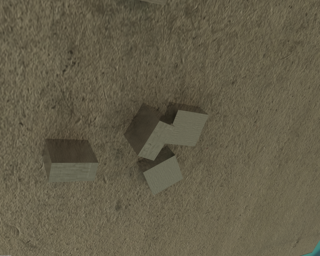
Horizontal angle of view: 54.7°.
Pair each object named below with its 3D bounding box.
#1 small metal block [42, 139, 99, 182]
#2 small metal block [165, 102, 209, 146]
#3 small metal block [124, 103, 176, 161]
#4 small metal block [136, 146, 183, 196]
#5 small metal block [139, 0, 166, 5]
[{"bbox_3d":[-0.104,0.036,0.356,0.050,0.050,0.025,3,117,-30],"label":"small metal block"},{"bbox_3d":[0.031,-0.005,0.421,0.050,0.025,0.050,7,115,-32],"label":"small metal block"},{"bbox_3d":[-0.014,0.004,0.385,0.025,0.050,0.050,22,106,-36],"label":"small metal block"},{"bbox_3d":[0.000,0.061,0.445,0.050,0.025,0.050,-28,128,-11],"label":"small metal block"},{"bbox_3d":[-0.017,-0.153,0.303,0.050,0.025,0.050,-1,119,-28],"label":"small metal block"}]
